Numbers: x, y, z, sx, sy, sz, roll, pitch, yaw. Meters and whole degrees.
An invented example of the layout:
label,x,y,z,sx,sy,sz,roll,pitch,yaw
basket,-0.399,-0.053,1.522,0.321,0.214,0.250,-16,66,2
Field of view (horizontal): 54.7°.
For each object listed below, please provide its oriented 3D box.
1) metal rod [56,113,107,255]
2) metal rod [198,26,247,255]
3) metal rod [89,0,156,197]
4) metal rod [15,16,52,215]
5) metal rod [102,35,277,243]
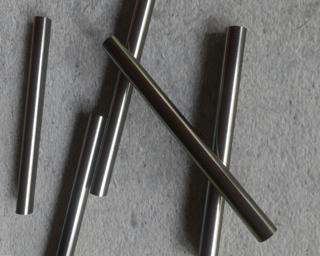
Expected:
label,x,y,z,sx,sy,sz,roll,pitch,yaw
metal rod,-0.124,0.125,0.451,0.025,0.025,0.298,16,95,19
metal rod,0.075,0.028,0.382,0.025,0.025,0.298,8,92,19
metal rod,-0.050,-0.052,0.425,0.025,0.025,0.298,16,95,19
metal rod,-0.194,-0.017,0.475,0.025,0.025,0.298,7,92,19
metal rod,0.027,0.003,0.371,0.025,0.025,0.300,-42,77,15
